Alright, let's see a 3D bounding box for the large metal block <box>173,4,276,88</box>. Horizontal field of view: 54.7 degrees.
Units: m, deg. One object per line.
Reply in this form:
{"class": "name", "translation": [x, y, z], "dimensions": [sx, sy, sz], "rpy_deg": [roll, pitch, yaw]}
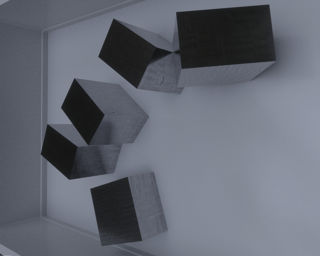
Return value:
{"class": "large metal block", "translation": [0.056, -0.075, 0.303], "dimensions": [0.081, 0.080, 0.050], "rpy_deg": [-5, 86, -1]}

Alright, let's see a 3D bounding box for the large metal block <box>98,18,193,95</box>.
{"class": "large metal block", "translation": [-0.014, -0.086, 0.383], "dimensions": [0.080, 0.081, 0.050], "rpy_deg": [41, 115, 32]}

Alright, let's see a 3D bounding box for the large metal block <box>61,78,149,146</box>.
{"class": "large metal block", "translation": [-0.077, -0.022, 0.435], "dimensions": [0.080, 0.081, 0.050], "rpy_deg": [47, 118, 29]}

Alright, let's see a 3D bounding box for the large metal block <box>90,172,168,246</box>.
{"class": "large metal block", "translation": [-0.044, 0.112, 0.427], "dimensions": [0.080, 0.050, 0.080], "rpy_deg": [-23, 75, 37]}

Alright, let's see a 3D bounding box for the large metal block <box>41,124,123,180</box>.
{"class": "large metal block", "translation": [-0.119, 0.032, 0.469], "dimensions": [0.080, 0.081, 0.050], "rpy_deg": [28, 108, 36]}
